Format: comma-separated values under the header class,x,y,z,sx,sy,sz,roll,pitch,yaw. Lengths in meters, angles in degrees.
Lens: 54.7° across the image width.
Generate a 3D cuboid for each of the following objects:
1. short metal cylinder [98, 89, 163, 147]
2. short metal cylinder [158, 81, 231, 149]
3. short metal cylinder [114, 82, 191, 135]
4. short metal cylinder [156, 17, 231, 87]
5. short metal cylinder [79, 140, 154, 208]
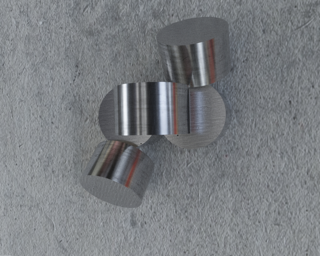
class,x,y,z,sx,sy,sz,roll,pitch,yaw
short metal cylinder,-0.032,-0.015,0.407,0.080,0.050,0.079,0,90,19
short metal cylinder,0.044,-0.015,0.380,0.080,0.050,0.079,0,90,19
short metal cylinder,-0.008,-0.018,0.330,0.080,0.080,0.050,-1,90,19
short metal cylinder,0.040,-0.089,0.359,0.080,0.080,0.050,1,129,19
short metal cylinder,-0.053,0.060,0.391,0.080,0.080,0.050,8,54,19
